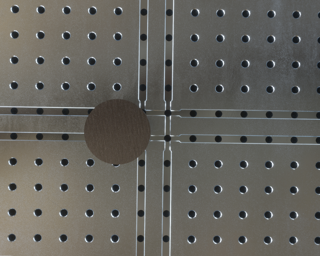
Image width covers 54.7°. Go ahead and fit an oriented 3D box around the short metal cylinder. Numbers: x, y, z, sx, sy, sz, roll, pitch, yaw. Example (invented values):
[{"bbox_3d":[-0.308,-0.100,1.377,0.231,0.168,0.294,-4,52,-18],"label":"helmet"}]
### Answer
[{"bbox_3d":[-0.052,0.004,0.400,0.081,0.050,0.079,0,90,-1],"label":"short metal cylinder"}]
